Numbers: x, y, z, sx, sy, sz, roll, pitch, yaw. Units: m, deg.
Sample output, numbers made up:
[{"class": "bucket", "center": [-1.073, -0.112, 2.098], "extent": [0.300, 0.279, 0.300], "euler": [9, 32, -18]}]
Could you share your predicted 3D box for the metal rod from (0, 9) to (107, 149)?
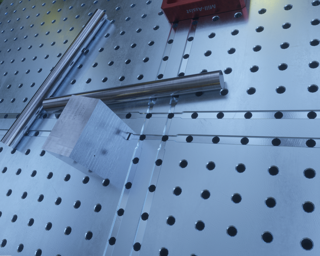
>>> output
[{"class": "metal rod", "center": [-0.185, -0.096, 0.561], "extent": [0.025, 0.025, 0.300], "euler": [19, 71, 35]}]

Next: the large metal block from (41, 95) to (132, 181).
[{"class": "large metal block", "center": [-0.093, 0.014, 0.412], "extent": [0.050, 0.080, 0.080], "euler": [11, 67, 32]}]

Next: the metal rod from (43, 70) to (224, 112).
[{"class": "metal rod", "center": [-0.055, -0.051, 0.466], "extent": [0.301, 0.025, 0.025], "euler": [-5, 60, 25]}]

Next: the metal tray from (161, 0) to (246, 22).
[{"class": "metal tray", "center": [0.073, -0.225, 0.503], "extent": [0.130, 0.030, 0.090], "euler": [-1, 61, 27]}]
